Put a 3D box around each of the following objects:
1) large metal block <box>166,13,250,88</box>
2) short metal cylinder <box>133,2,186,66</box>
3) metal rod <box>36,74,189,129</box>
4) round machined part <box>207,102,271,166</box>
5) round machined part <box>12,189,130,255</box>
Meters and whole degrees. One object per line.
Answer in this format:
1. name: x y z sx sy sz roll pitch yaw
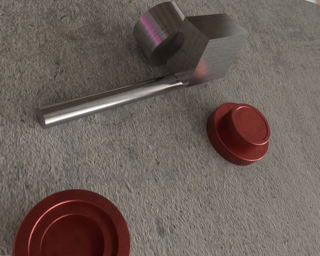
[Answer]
1. large metal block: 0.066 -0.111 0.439 0.081 0.079 0.050 -20 59 -35
2. short metal cylinder: 0.008 -0.137 0.456 0.081 0.080 0.050 -21 73 -36
3. metal rod: -0.016 -0.054 0.427 0.302 0.025 0.025 -21 73 -36
4. round machined part: 0.122 0.003 0.457 0.099 0.042 0.098 14 56 -21
5. round machined part: -0.081 0.109 0.283 0.099 0.042 0.098 14 56 -21
